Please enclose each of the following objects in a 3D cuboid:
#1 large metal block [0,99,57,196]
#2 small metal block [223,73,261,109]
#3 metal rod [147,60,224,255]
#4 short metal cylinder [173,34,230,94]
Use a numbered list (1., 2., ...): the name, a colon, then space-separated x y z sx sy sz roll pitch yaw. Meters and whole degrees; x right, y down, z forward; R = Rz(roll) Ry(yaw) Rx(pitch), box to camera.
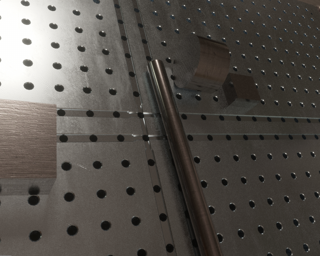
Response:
1. large metal block: -0.147 0.020 0.302 0.081 0.050 0.080 5 60 -26
2. small metal block: 0.136 -0.062 0.522 0.050 0.025 0.050 4 60 -27
3. metal rod: 0.029 0.037 0.402 0.025 0.025 0.299 -1 62 -29
4. short metal cylinder: 0.060 -0.095 0.465 0.050 0.080 0.080 8 58 -25
